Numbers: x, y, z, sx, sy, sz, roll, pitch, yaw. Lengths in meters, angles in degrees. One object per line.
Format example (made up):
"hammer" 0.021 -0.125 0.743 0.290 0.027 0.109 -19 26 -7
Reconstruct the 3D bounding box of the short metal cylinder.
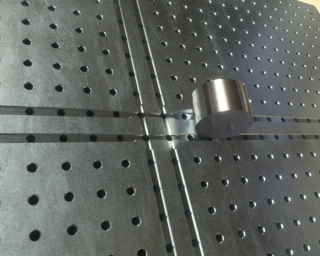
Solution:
"short metal cylinder" 0.087 -0.025 0.437 0.081 0.080 0.050 9 58 -24
